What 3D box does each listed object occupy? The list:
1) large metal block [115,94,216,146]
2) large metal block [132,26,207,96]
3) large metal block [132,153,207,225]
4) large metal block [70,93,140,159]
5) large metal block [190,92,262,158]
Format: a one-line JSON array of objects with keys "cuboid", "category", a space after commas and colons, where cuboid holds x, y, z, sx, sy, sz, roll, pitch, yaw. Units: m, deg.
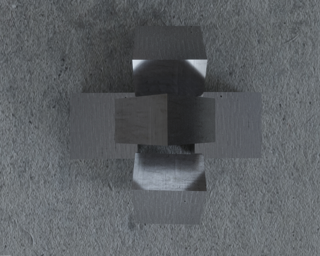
[{"cuboid": [0.006, -0.008, 0.351, 0.080, 0.081, 0.050, 0, 90, 44], "category": "large metal block"}, {"cuboid": [0.011, -0.083, 0.378, 0.081, 0.080, 0.050, 0, 134, 0], "category": "large metal block"}, {"cuboid": [0.010, 0.076, 0.378, 0.081, 0.080, 0.050, 1, 47, 0], "category": "large metal block"}, {"cuboid": [-0.068, -0.003, 0.398, 0.081, 0.050, 0.079, 0, 90, -1], "category": "large metal block"}, {"cuboid": [0.082, -0.004, 0.397, 0.081, 0.050, 0.079, 0, 90, -1], "category": "large metal block"}]
